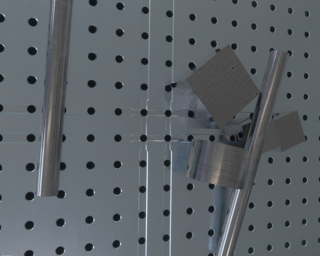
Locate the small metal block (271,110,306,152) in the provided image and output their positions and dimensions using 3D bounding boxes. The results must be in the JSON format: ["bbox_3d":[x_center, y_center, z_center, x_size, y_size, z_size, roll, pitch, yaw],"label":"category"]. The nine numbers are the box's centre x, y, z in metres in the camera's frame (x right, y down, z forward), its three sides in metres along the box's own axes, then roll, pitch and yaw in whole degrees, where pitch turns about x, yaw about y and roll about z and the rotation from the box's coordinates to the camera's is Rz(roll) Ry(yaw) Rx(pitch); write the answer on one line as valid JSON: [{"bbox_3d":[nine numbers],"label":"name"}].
[{"bbox_3d":[0.194,0.005,0.484,0.050,0.025,0.050,-22,97,-19],"label":"small metal block"}]

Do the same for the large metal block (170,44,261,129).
[{"bbox_3d":[0.076,-0.055,0.428,0.080,0.050,0.080,-40,103,-16],"label":"large metal block"}]

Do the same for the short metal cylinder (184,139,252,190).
[{"bbox_3d":[0.077,0.047,0.412,0.081,0.080,0.050,14,86,-20],"label":"short metal cylinder"}]

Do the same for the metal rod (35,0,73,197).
[{"bbox_3d":[-0.123,-0.071,0.367,0.025,0.025,0.298,4,89,-20],"label":"metal rod"}]

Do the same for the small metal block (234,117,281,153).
[{"bbox_3d":[0.145,0.011,0.463,0.050,0.025,0.050,-20,97,-11],"label":"small metal block"}]

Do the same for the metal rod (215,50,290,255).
[{"bbox_3d":[0.128,0.041,0.435,0.025,0.025,0.298,12,95,-20],"label":"metal rod"}]
